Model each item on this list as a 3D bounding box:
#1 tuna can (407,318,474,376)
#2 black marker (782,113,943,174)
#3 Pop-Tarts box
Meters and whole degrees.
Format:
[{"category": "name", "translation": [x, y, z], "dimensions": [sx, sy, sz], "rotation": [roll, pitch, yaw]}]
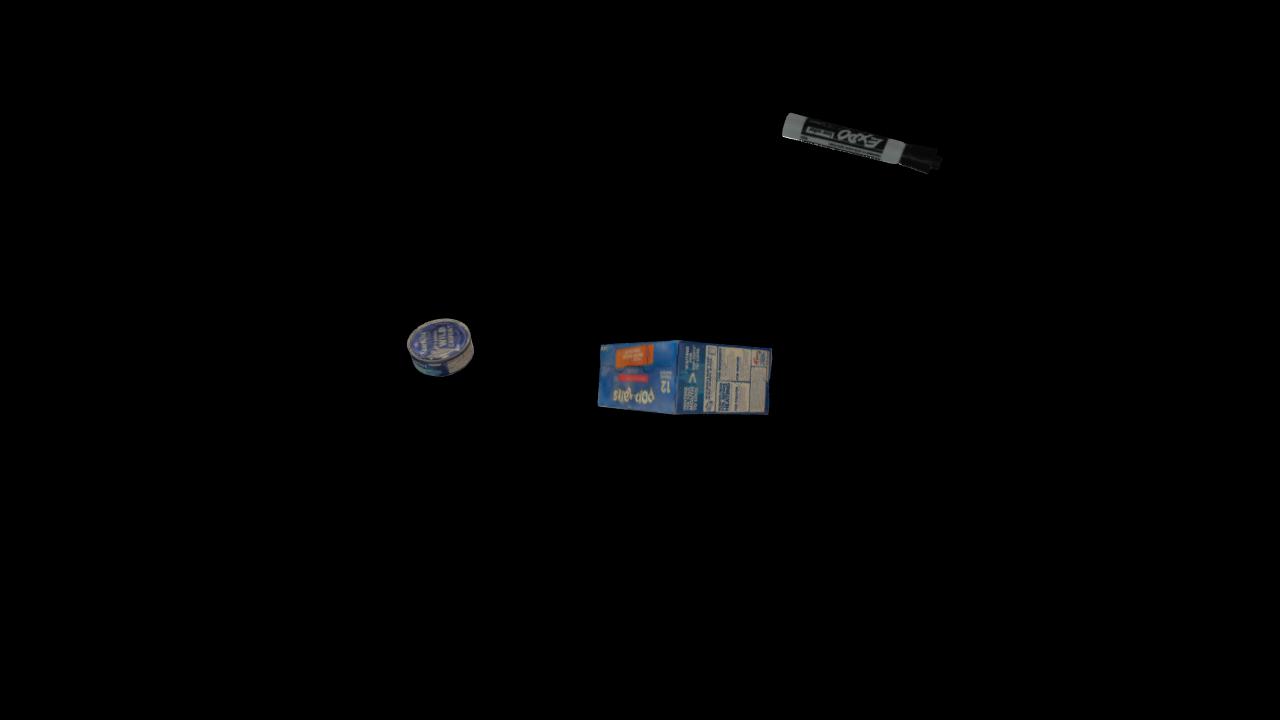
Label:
[{"category": "tuna can", "translation": [-0.271, -0.017, 0.839], "dimensions": [0.084, 0.084, 0.034], "rotation": [1, -45, -1]}, {"category": "black marker", "translation": [0.171, -0.168, 0.476], "dimensions": [0.121, 0.020, 0.020], "rotation": [22, 7, 17]}, {"category": "Pop-Tarts box", "translation": [0.050, 0.022, 0.748], "dimensions": [0.141, 0.083, 0.167], "rotation": [3, -3, -33]}]
